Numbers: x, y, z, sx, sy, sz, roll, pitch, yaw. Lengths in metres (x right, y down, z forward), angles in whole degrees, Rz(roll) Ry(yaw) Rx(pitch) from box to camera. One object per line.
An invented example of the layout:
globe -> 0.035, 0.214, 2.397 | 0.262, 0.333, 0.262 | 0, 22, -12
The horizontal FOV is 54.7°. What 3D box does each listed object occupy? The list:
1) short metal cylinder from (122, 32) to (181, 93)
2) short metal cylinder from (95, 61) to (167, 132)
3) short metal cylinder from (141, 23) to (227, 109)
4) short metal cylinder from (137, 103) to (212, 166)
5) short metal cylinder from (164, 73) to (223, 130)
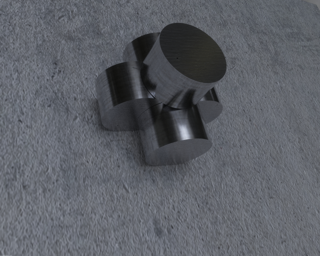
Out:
short metal cylinder -> -0.006, -0.082, 0.418 | 0.081, 0.080, 0.050 | -2, 63, -30
short metal cylinder -> -0.034, -0.036, 0.375 | 0.081, 0.080, 0.050 | -1, 63, -29
short metal cylinder -> 0.025, -0.068, 0.343 | 0.081, 0.050, 0.080 | 14, 56, -21
short metal cylinder -> 0.017, 0.008, 0.376 | 0.081, 0.080, 0.050 | 0, 62, -29
short metal cylinder -> 0.037, -0.036, 0.414 | 0.081, 0.080, 0.050 | 0, 62, -29
